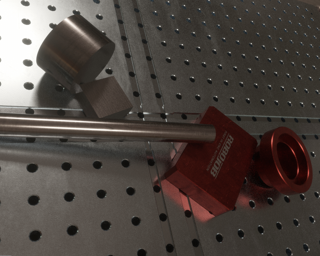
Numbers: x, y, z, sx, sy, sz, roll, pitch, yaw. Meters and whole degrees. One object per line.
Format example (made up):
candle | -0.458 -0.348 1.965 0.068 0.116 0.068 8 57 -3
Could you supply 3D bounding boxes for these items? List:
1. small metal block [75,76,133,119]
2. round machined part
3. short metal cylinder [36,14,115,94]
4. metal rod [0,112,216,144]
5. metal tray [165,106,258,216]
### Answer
small metal block | -0.071 -0.034 0.392 0.050 0.025 0.050 -24 75 -37
round machined part | 0.177 0.050 0.456 0.099 0.042 0.098 17 61 -33
short metal cylinder | -0.100 -0.088 0.374 0.050 0.080 0.080 40 51 -1
metal rod | -0.077 0.001 0.346 0.303 0.025 0.025 3 60 -20
metal tray | 0.075 0.040 0.423 0.090 0.030 0.130 38 51 -3
